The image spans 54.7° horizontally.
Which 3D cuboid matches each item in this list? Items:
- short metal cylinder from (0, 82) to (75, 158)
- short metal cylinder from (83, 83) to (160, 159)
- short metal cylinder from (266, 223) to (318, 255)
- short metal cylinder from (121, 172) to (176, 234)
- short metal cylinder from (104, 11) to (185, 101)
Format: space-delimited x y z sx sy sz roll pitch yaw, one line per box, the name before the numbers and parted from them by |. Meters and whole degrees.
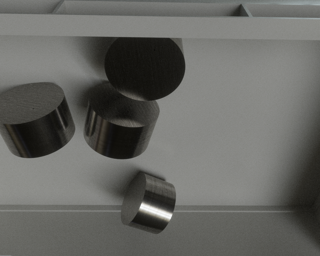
short metal cylinder | -0.146 -0.011 0.362 0.080 0.080 0.050 -4 130 2
short metal cylinder | -0.046 -0.010 0.364 0.081 0.080 0.050 12 129 -11
short metal cylinder | 0.251 0.227 0.593 0.081 0.050 0.079 0 130 0
short metal cylinder | -0.019 0.114 0.470 0.050 0.080 0.080 24 126 -20
short metal cylinder | -0.015 -0.076 0.328 0.081 0.050 0.079 0 130 0
